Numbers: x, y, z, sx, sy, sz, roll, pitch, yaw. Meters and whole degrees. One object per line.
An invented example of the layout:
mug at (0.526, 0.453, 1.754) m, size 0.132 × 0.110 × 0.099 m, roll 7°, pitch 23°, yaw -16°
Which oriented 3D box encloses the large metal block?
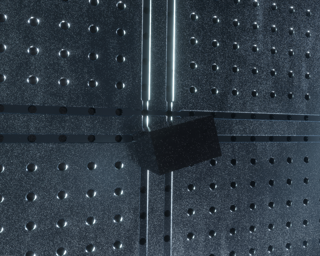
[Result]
large metal block at (0.018, 0.018, 0.390) m, size 0.081 × 0.080 × 0.050 m, roll -15°, pitch 95°, yaw -19°
